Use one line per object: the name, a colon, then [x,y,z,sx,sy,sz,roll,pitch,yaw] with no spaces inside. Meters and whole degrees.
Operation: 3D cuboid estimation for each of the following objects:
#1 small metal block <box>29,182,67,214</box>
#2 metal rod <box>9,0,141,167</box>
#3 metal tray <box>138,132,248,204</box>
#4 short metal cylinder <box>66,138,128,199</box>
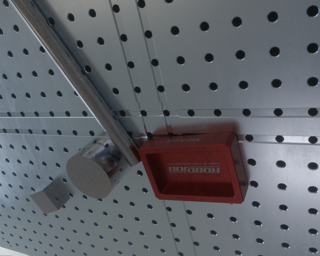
small metal block: [-0.222,0.140,0.615,0.050,0.025,0.050,-23,106,36]
metal rod: [-0.117,-0.071,0.428,0.025,0.025,0.299,-25,105,37]
metal tray: [0.044,0.055,0.418,0.130,0.030,0.090,-5,116,30]
short metal cylinder: [-0.098,0.063,0.486,0.080,0.050,0.079,13,124,21]
